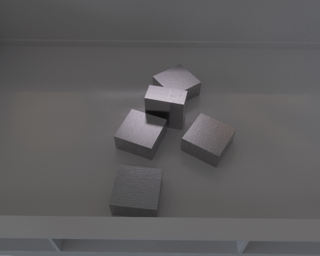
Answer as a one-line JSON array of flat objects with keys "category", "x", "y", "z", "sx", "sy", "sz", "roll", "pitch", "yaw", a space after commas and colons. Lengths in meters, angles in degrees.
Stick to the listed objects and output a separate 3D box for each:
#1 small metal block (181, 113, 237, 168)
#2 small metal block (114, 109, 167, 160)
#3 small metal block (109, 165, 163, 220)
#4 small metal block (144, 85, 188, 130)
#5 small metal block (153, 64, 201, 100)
[{"category": "small metal block", "x": 0.061, "y": 0.015, "z": 0.393, "sx": 0.050, "sy": 0.025, "sz": 0.050, "roll": 26, "pitch": 55, "yaw": 20}, {"category": "small metal block", "x": -0.024, "y": 0.008, "z": 0.398, "sx": 0.050, "sy": 0.025, "sz": 0.050, "roll": 18, "pitch": 52, "yaw": 14}, {"category": "small metal block", "x": -0.025, "y": 0.071, "z": 0.345, "sx": 0.050, "sy": 0.025, "sz": 0.050, "roll": 5, "pitch": 50, "yaw": 4}, {"category": "small metal block", "x": 0.008, "y": -0.027, "z": 0.411, "sx": 0.050, "sy": 0.050, "sz": 0.025, "roll": 10, "pitch": 51, "yaw": 8}, {"category": "small metal block", "x": 0.024, "y": -0.063, "z": 0.458, "sx": 0.050, "sy": 0.025, "sz": 0.050, "roll": -28, "pitch": 56, "yaw": -22}]
